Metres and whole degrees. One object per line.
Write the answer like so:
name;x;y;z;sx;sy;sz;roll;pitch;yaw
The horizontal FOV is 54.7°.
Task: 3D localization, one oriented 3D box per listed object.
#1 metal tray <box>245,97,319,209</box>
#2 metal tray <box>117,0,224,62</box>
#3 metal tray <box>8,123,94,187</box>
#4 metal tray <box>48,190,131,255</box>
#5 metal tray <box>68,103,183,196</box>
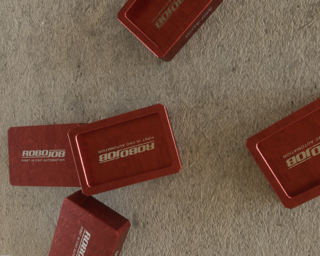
metal tray;0.175;0.020;0.344;0.130;0.030;0.090;-33;80;17
metal tray;0.018;-0.163;0.399;0.090;0.030;0.130;46;104;14
metal tray;-0.165;0.040;0.465;0.130;0.030;0.089;-3;89;19
metal tray;-0.102;0.162;0.427;0.090;0.030;0.129;28;112;17
metal tray;-0.045;0.028;0.405;0.131;0.030;0.090;-16;86;5
